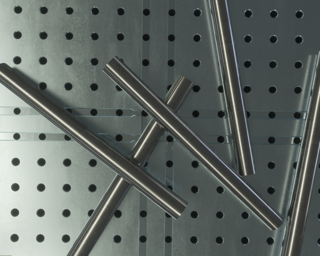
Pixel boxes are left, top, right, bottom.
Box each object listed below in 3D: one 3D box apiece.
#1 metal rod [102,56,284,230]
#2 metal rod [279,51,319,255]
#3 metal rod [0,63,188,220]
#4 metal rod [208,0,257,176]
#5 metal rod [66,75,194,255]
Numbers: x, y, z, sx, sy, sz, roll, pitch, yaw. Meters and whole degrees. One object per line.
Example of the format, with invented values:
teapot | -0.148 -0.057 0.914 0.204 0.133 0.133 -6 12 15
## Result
metal rod | 0.047 0.024 0.394 0.300 0.025 0.025 43 90 -8
metal rod | 0.197 0.047 0.414 0.025 0.025 0.299 11 90 0
metal rod | -0.093 0.013 0.395 0.300 0.025 0.025 37 90 7
metal rod | 0.091 -0.087 0.413 0.025 0.025 0.298 -9 90 0
metal rod | -0.044 0.063 0.413 0.025 0.025 0.299 32 90 0
